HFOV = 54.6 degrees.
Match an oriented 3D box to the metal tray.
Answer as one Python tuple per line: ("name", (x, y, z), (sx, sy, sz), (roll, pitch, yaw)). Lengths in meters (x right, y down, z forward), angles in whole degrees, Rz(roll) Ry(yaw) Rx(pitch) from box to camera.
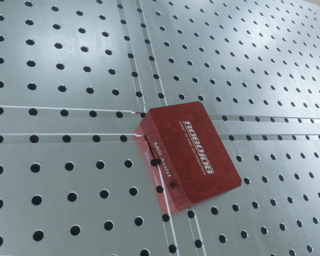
("metal tray", (0.040, 0.031, 0.407), (0.091, 0.030, 0.130), (-12, 68, -33))
